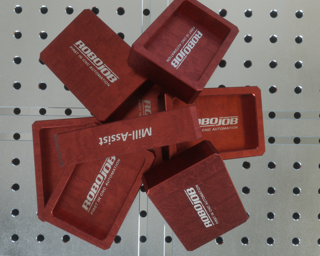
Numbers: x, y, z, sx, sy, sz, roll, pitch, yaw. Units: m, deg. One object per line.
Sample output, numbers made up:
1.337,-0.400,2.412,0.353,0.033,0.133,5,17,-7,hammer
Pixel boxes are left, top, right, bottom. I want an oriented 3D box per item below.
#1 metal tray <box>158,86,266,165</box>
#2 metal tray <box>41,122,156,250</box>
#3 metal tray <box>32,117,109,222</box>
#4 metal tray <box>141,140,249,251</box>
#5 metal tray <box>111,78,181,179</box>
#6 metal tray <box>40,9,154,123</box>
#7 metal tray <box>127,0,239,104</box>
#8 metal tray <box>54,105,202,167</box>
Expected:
0.067,-0.005,0.393,0.131,0.030,0.090,-4,90,-17,metal tray
-0.073,0.069,0.380,0.090,0.030,0.130,27,90,0,metal tray
-0.115,0.052,0.410,0.090,0.030,0.129,-4,89,-1,metal tray
0.046,0.087,0.378,0.090,0.030,0.130,-29,123,0,metal tray
-0.018,0.000,0.410,0.091,0.030,0.129,-4,88,-2,metal tray
-0.078,-0.077,0.394,0.090,0.030,0.130,-45,75,0,metal tray
0.032,-0.101,0.377,0.090,0.030,0.130,34,57,0,metal tray
-0.027,0.007,0.316,0.131,0.090,0.030,-12,90,4,metal tray
